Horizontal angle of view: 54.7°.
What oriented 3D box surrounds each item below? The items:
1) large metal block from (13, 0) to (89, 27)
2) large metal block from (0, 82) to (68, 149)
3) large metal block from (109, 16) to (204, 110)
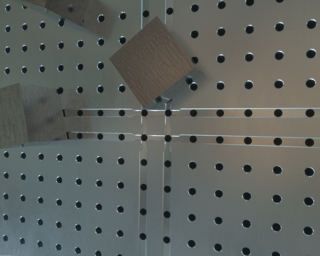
[{"bbox_3d":[-0.159,-0.190,0.438,0.080,0.080,0.050,22,97,18],"label":"large metal block"},{"bbox_3d":[-0.185,-0.016,0.447,0.050,0.080,0.080,-12,86,19],"label":"large metal block"},{"bbox_3d":[-0.004,-0.080,0.400,0.080,0.050,0.080,-38,78,16],"label":"large metal block"}]
